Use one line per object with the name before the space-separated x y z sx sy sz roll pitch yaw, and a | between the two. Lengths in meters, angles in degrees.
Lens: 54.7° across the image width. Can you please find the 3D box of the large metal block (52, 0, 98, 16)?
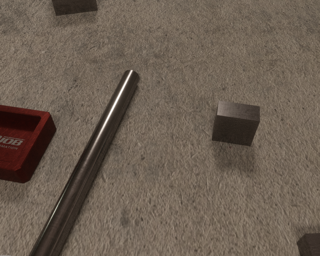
large metal block | -0.173 -0.270 0.612 0.081 0.050 0.080 -12 51 -10

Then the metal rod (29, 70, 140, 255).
metal rod | -0.081 0.033 0.374 0.025 0.025 0.300 12 51 9

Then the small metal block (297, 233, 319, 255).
small metal block | 0.168 0.130 0.297 0.050 0.025 0.050 -1 50 -2

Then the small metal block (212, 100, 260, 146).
small metal block | 0.095 -0.005 0.393 0.050 0.050 0.025 9 51 7

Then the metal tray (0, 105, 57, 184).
metal tray | -0.210 0.013 0.385 0.131 0.030 0.090 9 50 6
